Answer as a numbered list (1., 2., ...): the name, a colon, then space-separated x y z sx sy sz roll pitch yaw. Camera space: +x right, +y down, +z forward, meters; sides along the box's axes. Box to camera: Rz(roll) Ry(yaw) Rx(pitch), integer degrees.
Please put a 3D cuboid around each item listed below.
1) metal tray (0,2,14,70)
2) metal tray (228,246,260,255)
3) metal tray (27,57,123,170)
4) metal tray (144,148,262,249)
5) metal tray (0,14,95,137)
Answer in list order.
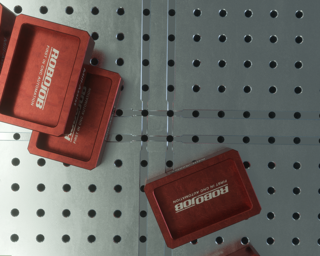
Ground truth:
1. metal tray: -0.252 -0.101 0.409 0.090 0.030 0.129 7 90 0
2. metal tray: 0.087 0.228 0.411 0.130 0.030 0.090 -26 90 0
3. metal tray: -0.109 -0.019 0.410 0.090 0.030 0.129 16 90 0
4. metal tray: 0.055 0.091 0.411 0.131 0.030 0.090 -22 90 0
5. metal tray: -0.142 -0.062 0.379 0.090 0.030 0.129 15 90 0
